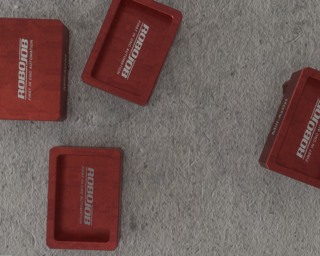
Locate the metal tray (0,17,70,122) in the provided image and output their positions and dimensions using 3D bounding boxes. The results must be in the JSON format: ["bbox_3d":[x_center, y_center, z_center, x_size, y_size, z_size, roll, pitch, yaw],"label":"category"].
[{"bbox_3d":[-0.170,-0.074,0.406,0.091,0.030,0.129,2,90,0],"label":"metal tray"}]

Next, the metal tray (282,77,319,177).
[{"bbox_3d":[0.221,-0.005,0.409,0.091,0.030,0.129,-8,90,0],"label":"metal tray"}]

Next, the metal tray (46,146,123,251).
[{"bbox_3d":[-0.097,0.090,0.406,0.091,0.030,0.129,2,90,0],"label":"metal tray"}]

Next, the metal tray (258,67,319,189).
[{"bbox_3d":[0.188,0.002,0.378,0.090,0.030,0.129,21,90,0],"label":"metal tray"}]

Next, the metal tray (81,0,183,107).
[{"bbox_3d":[-0.036,-0.103,0.406,0.090,0.030,0.129,22,90,0],"label":"metal tray"}]
